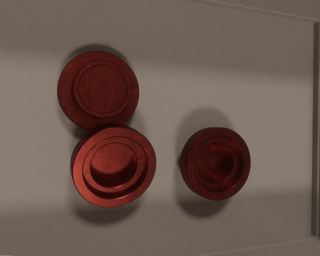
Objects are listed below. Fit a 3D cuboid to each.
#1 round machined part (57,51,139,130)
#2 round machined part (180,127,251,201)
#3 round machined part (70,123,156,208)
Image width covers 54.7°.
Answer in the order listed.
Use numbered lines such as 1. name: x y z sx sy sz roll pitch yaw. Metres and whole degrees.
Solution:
1. round machined part: -0.072 -0.045 0.375 0.099 0.042 0.097 0 90 -21
2. round machined part: 0.072 0.047 0.430 0.099 0.042 0.097 0 90 -21
3. round machined part: -0.058 0.042 0.374 0.099 0.042 0.097 -5 104 -22
